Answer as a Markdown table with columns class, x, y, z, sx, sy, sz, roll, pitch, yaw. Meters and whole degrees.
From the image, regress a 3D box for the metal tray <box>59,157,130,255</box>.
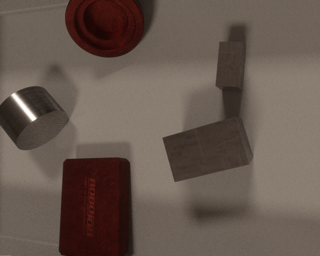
| class | x | y | z | sx | sy | sz | roll | pitch | yaw |
| --- | --- | --- | --- | --- | --- | --- | --- | --- | --- |
| metal tray | -0.090 | 0.107 | 0.427 | 0.090 | 0.030 | 0.129 | -4 | 80 | 19 |

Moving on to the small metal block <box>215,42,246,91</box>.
| class | x | y | z | sx | sy | sz | roll | pitch | yaw |
| --- | --- | --- | --- | --- | --- | --- | --- | --- | --- |
| small metal block | 0.085 | -0.071 | 0.367 | 0.025 | 0.050 | 0.050 | 5 | 92 | 20 |

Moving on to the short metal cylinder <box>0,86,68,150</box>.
| class | x | y | z | sx | sy | sz | roll | pitch | yaw |
| --- | --- | --- | --- | --- | --- | --- | --- | --- | --- |
| short metal cylinder | -0.182 | -0.014 | 0.444 | 0.080 | 0.080 | 0.050 | -46 | 76 | 14 |

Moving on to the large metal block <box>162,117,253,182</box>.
| class | x | y | z | sx | sy | sz | roll | pitch | yaw |
| --- | --- | --- | --- | --- | --- | --- | --- | --- | --- |
| large metal block | 0.059 | 0.023 | 0.360 | 0.080 | 0.080 | 0.050 | -17 | 85 | 19 |

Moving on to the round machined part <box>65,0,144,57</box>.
| class | x | y | z | sx | sy | sz | roll | pitch | yaw |
| --- | --- | --- | --- | --- | --- | --- | --- | --- | --- |
| round machined part | -0.070 | -0.145 | 0.406 | 0.098 | 0.098 | 0.042 | -21 | 44 | 18 |
